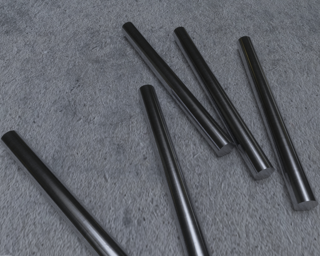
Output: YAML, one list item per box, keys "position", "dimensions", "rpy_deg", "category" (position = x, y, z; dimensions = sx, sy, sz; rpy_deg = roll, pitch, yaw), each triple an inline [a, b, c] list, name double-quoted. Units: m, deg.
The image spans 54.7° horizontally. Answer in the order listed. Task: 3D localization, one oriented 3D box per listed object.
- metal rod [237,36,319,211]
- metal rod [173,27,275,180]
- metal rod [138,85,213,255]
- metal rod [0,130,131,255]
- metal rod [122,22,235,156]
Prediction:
- position: [0.150, -0.031, 0.429]
  dimensions: [0.025, 0.025, 0.300]
  rpy_deg: [-2, 50, -2]
  category: "metal rod"
- position: [0.078, -0.057, 0.451]
  dimensions: [0.025, 0.025, 0.300]
  rpy_deg: [-13, 51, -11]
  category: "metal rod"
- position: [0.016, 0.058, 0.354]
  dimensions: [0.025, 0.025, 0.300]
  rpy_deg: [-11, 51, -9]
  category: "metal rod"
- position: [-0.082, 0.095, 0.322]
  dimensions: [0.025, 0.025, 0.300]
  rpy_deg: [-37, 59, -27]
  category: "metal rod"
- position: [0.012, -0.075, 0.466]
  dimensions: [0.025, 0.025, 0.300]
  rpy_deg: [-22, 53, -17]
  category: "metal rod"
